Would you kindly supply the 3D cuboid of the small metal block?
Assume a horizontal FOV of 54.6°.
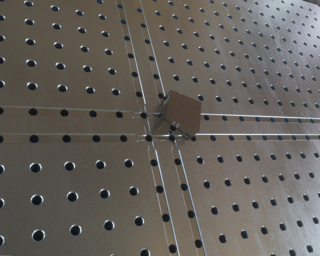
[{"bbox_3d":[0.029,-0.019,0.435,0.050,0.025,0.050,20,54,-16],"label":"small metal block"}]
